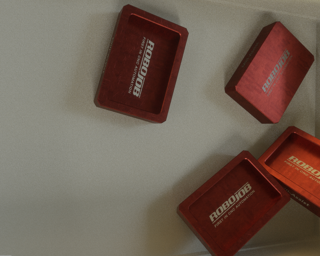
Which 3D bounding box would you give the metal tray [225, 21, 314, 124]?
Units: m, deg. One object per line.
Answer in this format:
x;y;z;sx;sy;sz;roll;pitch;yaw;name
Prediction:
0.168;-0.082;0.469;0.090;0.030;0.130;37;78;-16;metal tray

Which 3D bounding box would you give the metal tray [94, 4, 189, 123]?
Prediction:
-0.023;-0.079;0.398;0.091;0.030;0.129;16;85;-19;metal tray

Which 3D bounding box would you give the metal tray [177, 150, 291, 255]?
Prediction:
0.100;0.104;0.423;0.131;0.030;0.090;-36;74;-17;metal tray

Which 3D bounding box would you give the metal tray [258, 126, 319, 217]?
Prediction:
0.216;0.063;0.439;0.090;0.130;0.030;-42;143;-15;metal tray
